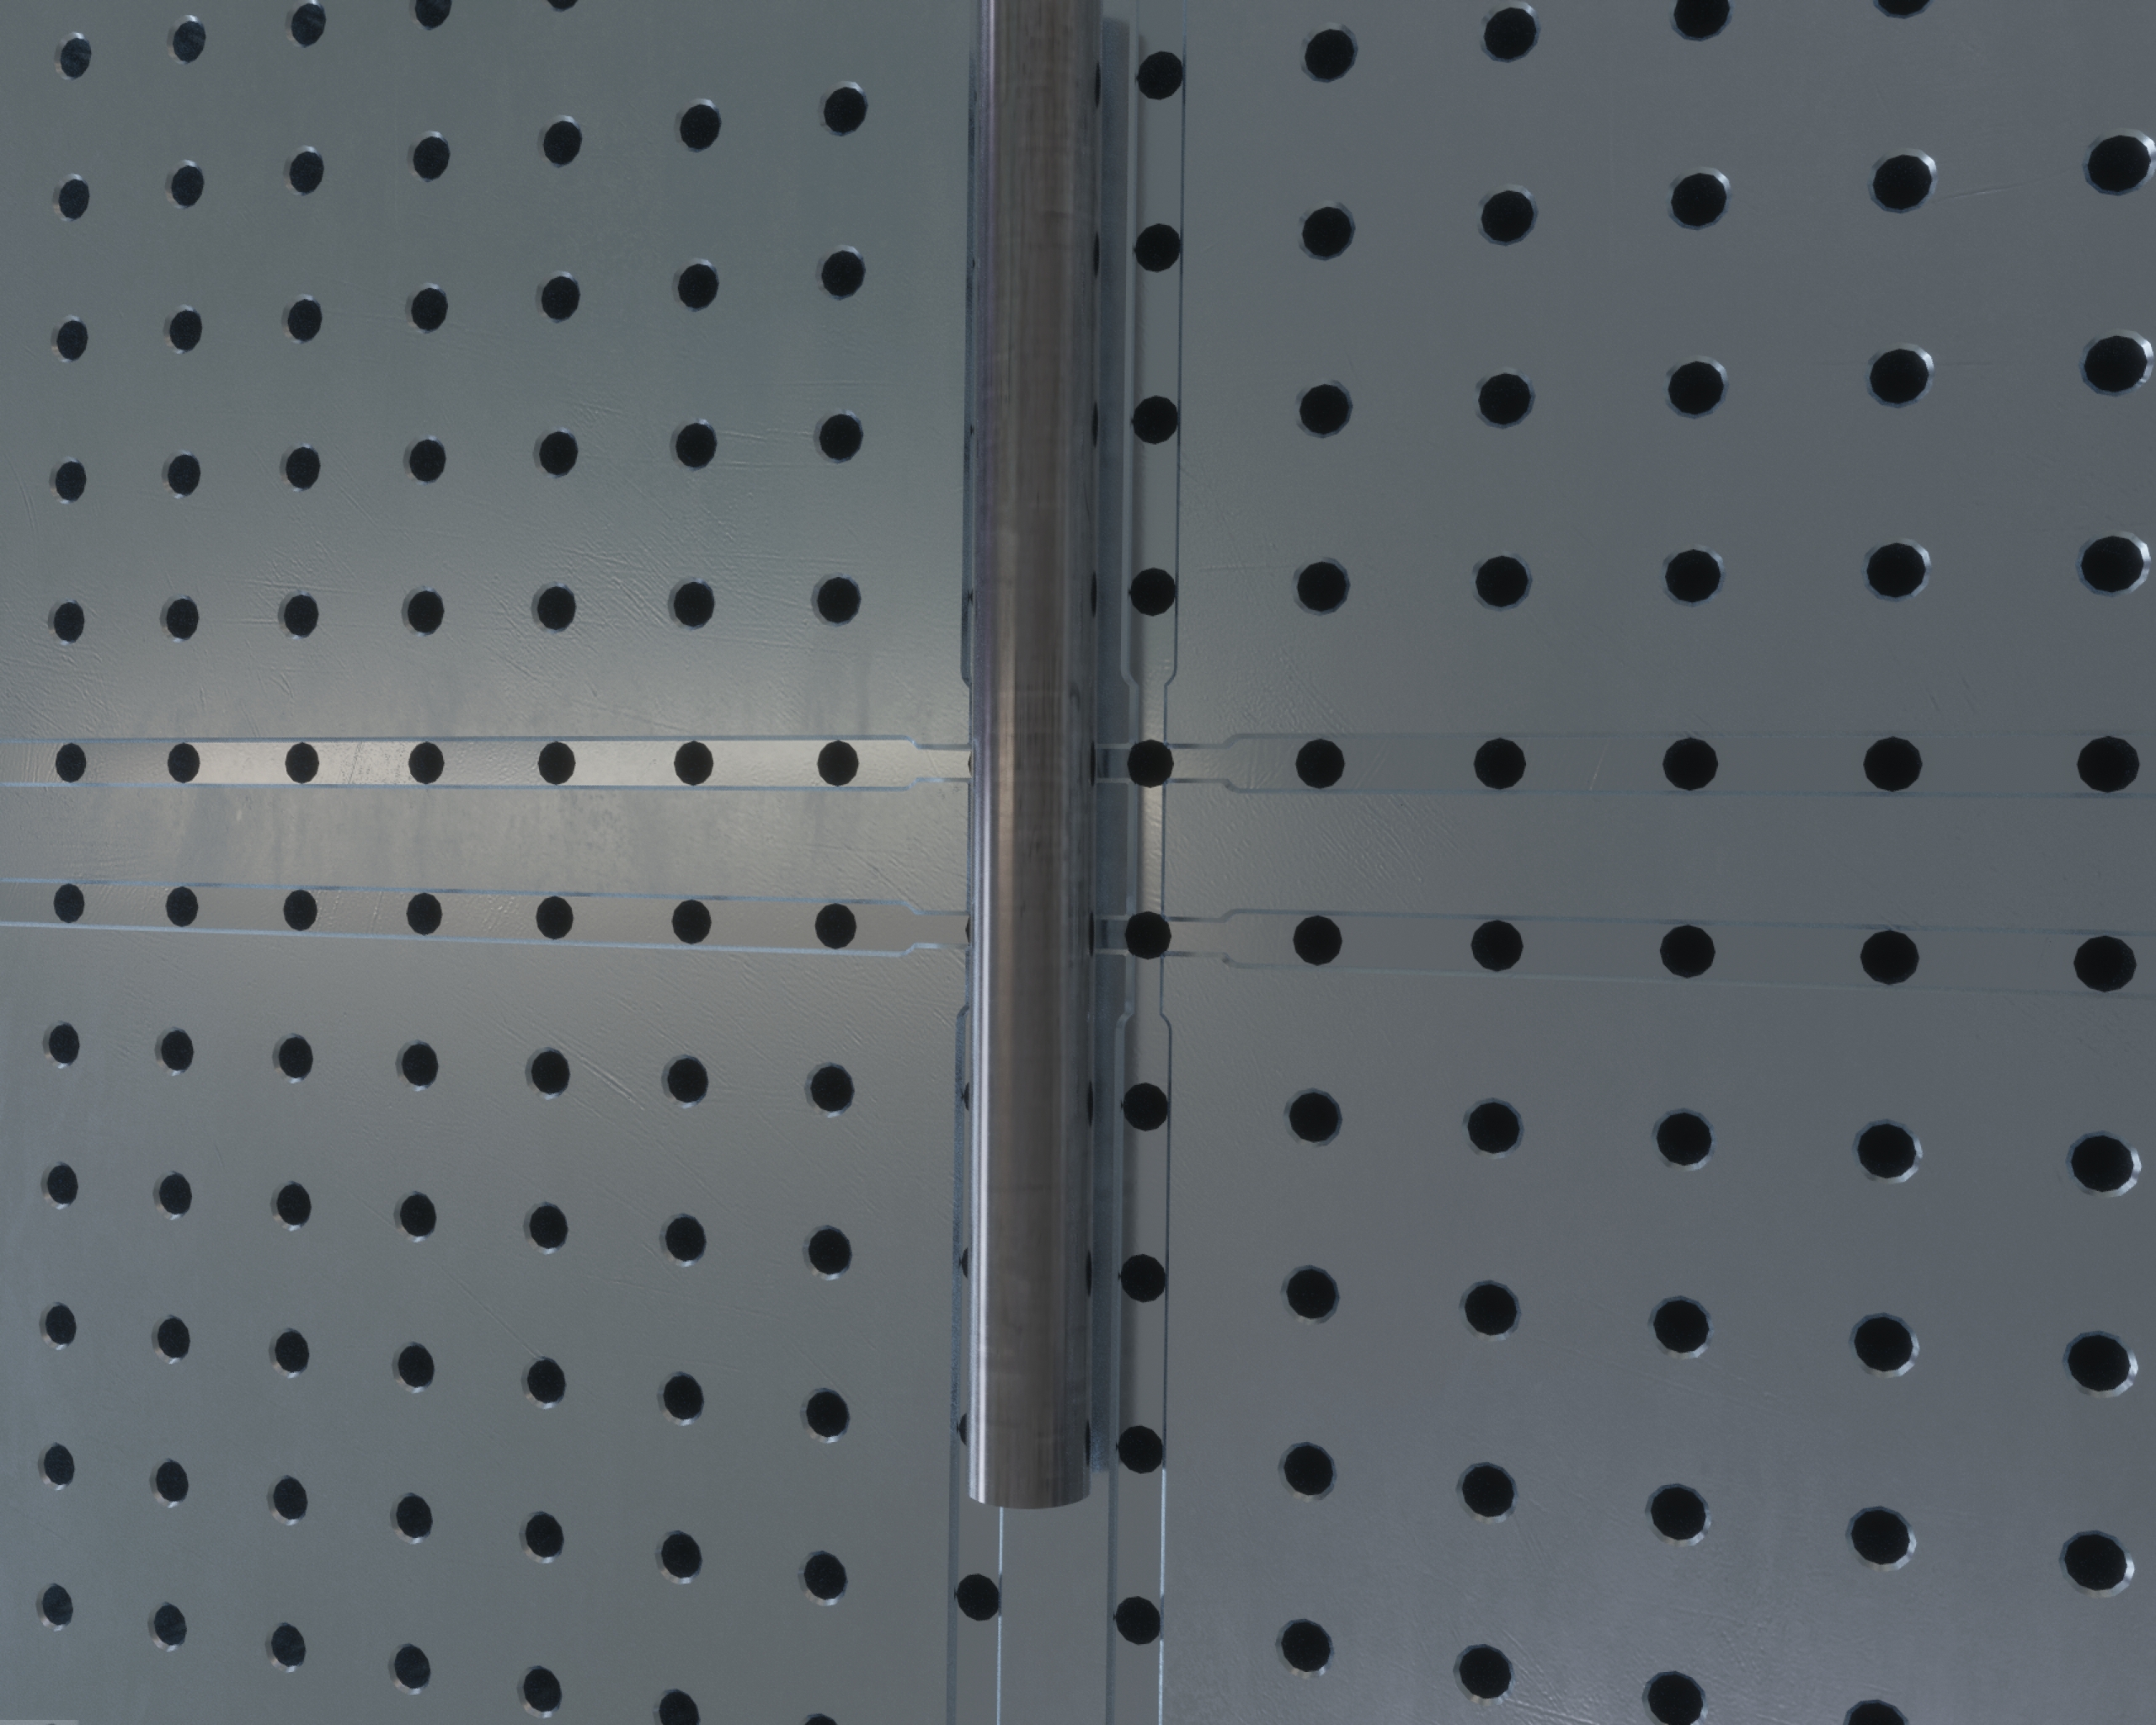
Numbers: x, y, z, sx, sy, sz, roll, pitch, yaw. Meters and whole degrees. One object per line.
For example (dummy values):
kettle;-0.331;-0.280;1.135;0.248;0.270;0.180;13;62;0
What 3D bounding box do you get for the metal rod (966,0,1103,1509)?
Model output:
metal rod;-0.009;-0.024;0.416;0.025;0.025;0.298;1;90;20
